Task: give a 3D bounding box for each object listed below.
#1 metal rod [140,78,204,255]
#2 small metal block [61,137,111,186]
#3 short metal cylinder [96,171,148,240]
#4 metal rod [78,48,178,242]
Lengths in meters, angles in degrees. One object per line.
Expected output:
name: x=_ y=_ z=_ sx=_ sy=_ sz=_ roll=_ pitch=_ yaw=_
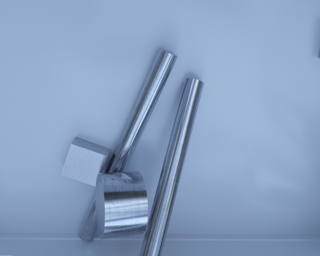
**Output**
metal rod: x=0.006 y=0.085 z=0.376 sx=0.025 sy=0.025 sz=0.299 roll=15 pitch=84 yaw=-6
small metal block: x=-0.102 y=0.046 z=0.427 sx=0.050 sy=0.025 sz=0.050 roll=21 pitch=109 yaw=-8
short metal cylinder: x=-0.051 y=0.096 z=0.392 sx=0.050 sy=0.080 sz=0.079 roll=0 pitch=111 yaw=-19
metal rod: x=-0.050 y=0.035 z=0.423 sx=0.025 sy=0.025 sz=0.298 roll=23 pitch=108 yaw=-9
